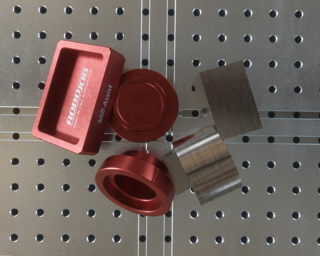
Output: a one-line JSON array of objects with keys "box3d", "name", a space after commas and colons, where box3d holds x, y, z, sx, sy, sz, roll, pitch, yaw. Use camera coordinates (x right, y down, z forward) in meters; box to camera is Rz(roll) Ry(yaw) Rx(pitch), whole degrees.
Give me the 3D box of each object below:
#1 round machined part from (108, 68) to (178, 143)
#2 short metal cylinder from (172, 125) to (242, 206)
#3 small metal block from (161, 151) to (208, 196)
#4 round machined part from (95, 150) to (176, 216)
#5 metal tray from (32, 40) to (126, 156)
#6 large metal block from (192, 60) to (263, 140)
[{"box3d": [-0.025, -0.029, 0.404, 0.099, 0.042, 0.097, 0, 90, 0], "name": "round machined part"}, {"box3d": [0.053, 0.043, 0.361, 0.050, 0.080, 0.080, -25, 90, 0], "name": "short metal cylinder"}, {"box3d": [0.032, 0.054, 0.413, 0.050, 0.025, 0.050, -29, 90, 0], "name": "small metal block"}, {"box3d": [-0.027, 0.065, 0.387, 0.098, 0.097, 0.042, 26, 51, 0], "name": "round machined part"}, {"box3d": [-0.104, -0.039, 0.390, 0.090, 0.030, 0.129, 16, 90, 28], "name": "metal tray"}, {"box3d": [0.080, -0.031, 0.386, 0.050, 0.080, 0.080, -17, 90, 0], "name": "large metal block"}]
